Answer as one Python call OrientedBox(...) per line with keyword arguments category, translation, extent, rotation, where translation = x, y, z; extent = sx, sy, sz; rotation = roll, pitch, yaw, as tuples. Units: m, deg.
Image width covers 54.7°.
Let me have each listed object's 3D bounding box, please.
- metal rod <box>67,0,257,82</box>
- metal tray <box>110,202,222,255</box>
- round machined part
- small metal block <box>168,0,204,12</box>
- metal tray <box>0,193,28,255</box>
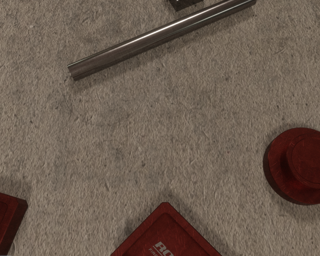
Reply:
OrientedBox(category="metal rod", translation=(0.009, -0.140, 0.459), extent=(0.302, 0.025, 0.025), rotation=(-26, 72, -10))
OrientedBox(category="metal tray", translation=(0.020, 0.160, 0.347), extent=(0.130, 0.030, 0.090), rotation=(43, 75, 14))
OrientedBox(category="round machined part", translation=(0.184, 0.044, 0.385), extent=(0.099, 0.042, 0.098), rotation=(0, 70, -1))
OrientedBox(category="small metal block", translation=(0.036, -0.219, 0.489), extent=(0.050, 0.025, 0.050), rotation=(-26, 72, -10))
OrientedBox(category="metal tray", translation=(-0.237, 0.110, 0.362), extent=(0.131, 0.030, 0.090), rotation=(15, 71, 5))
